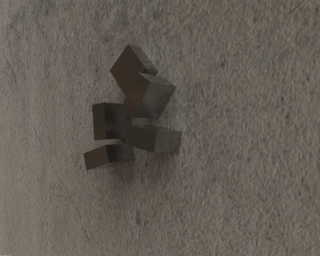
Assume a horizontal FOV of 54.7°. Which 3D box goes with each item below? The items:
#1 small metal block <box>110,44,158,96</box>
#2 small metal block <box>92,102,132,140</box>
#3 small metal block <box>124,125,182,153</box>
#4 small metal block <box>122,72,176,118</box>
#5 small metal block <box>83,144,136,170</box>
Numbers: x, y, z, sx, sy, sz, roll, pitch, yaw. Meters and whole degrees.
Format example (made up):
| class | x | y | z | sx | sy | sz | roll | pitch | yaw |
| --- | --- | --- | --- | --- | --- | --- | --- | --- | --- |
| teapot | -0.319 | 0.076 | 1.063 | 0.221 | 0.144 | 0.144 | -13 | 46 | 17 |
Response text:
| class | x | y | z | sx | sy | sz | roll | pitch | yaw |
| --- | --- | --- | --- | --- | --- | --- | --- | --- | --- |
| small metal block | -0.037 | -0.080 | 0.434 | 0.050 | 0.025 | 0.050 | -48 | 62 | 29 |
| small metal block | -0.067 | -0.009 | 0.442 | 0.025 | 0.050 | 0.050 | -6 | 86 | 39 |
| small metal block | -0.008 | 0.012 | 0.394 | 0.050 | 0.050 | 0.025 | 13 | 99 | 39 |
| small metal block | -0.014 | -0.040 | 0.398 | 0.025 | 0.050 | 0.050 | 41 | 115 | 32 |
| small metal block | -0.073 | 0.041 | 0.446 | 0.050 | 0.050 | 0.025 | -21 | 77 | 38 |
